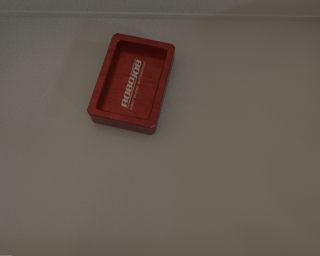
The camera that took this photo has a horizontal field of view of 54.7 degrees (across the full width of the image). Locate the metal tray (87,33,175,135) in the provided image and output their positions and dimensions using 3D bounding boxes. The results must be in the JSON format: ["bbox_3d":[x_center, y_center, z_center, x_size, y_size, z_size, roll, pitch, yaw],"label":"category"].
[{"bbox_3d":[-0.036,-0.063,0.429,0.090,0.030,0.130,13,70,4],"label":"metal tray"}]
